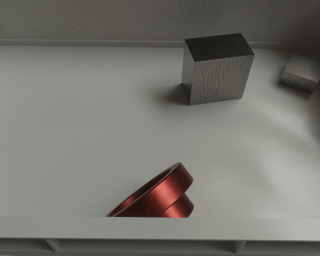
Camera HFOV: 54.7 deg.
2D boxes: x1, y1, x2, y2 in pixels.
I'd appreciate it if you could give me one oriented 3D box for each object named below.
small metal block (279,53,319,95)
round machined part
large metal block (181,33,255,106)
[{"bbox_3d":[0.220,-0.084,0.479,0.050,0.025,0.050,25,54,19],"label":"small metal block"},{"bbox_3d":[-0.006,0.079,0.300,0.099,0.098,0.042,-36,87,-26],"label":"round machined part"},{"bbox_3d":[0.078,-0.082,0.440,0.081,0.080,0.050,-9,51,-8],"label":"large metal block"}]
